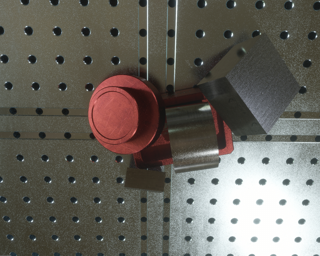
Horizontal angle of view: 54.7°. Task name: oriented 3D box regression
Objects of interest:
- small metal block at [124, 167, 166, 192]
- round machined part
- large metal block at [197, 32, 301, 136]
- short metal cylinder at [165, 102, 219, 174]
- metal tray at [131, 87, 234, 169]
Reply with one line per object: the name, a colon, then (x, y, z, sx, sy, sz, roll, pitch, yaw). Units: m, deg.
small metal block: (-0.020, 0.072, 0.420, 0.050, 0.050, 0.025, 8, 76, -2)
round machined part: (-0.047, -0.016, 0.374, 0.098, 0.042, 0.097, 2, 96, 22)
large metal block: (0.104, -0.048, 0.358, 0.080, 0.050, 0.080, -47, 108, -23)
short metal cylinder: (0.037, 0.011, 0.371, 0.050, 0.080, 0.079, -9, 110, 2)
metal tray: (0.025, -0.001, 0.408, 0.131, 0.030, 0.089, -11, 110, 3)
